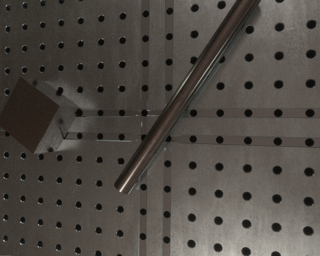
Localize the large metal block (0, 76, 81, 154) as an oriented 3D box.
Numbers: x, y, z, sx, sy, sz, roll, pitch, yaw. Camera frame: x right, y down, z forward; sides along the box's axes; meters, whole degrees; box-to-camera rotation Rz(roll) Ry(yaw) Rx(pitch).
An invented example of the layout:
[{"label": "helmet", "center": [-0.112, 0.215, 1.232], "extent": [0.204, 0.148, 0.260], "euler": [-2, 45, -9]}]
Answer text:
[{"label": "large metal block", "center": [-0.180, -0.019, 0.461], "extent": [0.080, 0.050, 0.080], "euler": [35, 101, 16]}]

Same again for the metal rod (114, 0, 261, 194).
[{"label": "metal rod", "center": [0.029, -0.038, 0.401], "extent": [0.025, 0.025, 0.299], "euler": [37, 101, 16]}]
